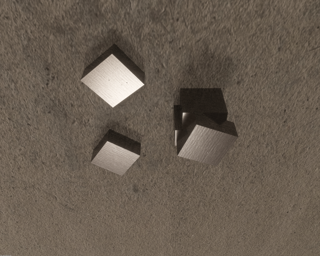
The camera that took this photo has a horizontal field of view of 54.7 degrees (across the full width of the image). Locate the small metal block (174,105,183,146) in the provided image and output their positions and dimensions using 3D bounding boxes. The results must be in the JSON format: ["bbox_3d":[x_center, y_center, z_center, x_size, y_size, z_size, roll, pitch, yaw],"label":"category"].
[{"bbox_3d":[0.043,-0.004,0.388,0.050,0.050,0.025,-1,130,0],"label":"small metal block"}]

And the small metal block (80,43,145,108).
[{"bbox_3d":[-0.053,-0.059,0.356,0.050,0.025,0.050,-33,123,24],"label":"small metal block"}]

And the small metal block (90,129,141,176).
[{"bbox_3d":[-0.062,0.035,0.436,0.050,0.025,0.050,27,125,-22],"label":"small metal block"}]

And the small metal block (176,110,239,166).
[{"bbox_3d":[0.052,0.013,0.353,0.050,0.025,0.050,16,128,-14],"label":"small metal block"}]

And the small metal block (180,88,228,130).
[{"bbox_3d":[0.051,-0.024,0.372,0.050,0.050,0.025,0,130,0],"label":"small metal block"}]
